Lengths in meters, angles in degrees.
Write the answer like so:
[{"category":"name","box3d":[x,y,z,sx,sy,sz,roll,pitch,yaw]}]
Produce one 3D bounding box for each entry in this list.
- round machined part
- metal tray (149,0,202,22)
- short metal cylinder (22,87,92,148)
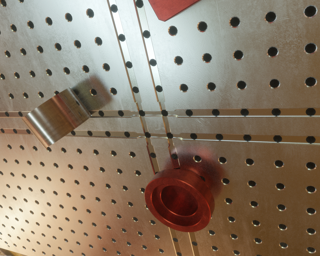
[{"category":"round machined part","box3d":[0.031,0.098,0.443,0.098,0.042,0.097,13,124,20]},{"category":"metal tray","box3d":[0.034,-0.170,0.284,0.130,0.030,0.090,-20,108,35]},{"category":"short metal cylinder","box3d":[-0.145,-0.015,0.441,0.080,0.080,0.050,-26,105,36]}]
